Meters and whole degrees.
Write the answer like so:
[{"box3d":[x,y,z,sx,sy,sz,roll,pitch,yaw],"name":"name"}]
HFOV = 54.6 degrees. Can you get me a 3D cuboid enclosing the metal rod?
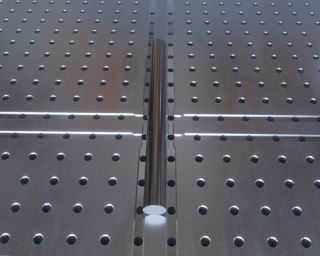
[{"box3d":[-0.004,-0.026,0.430,0.025,0.025,0.300,1,50,0],"name":"metal rod"}]
